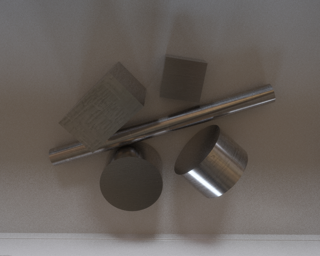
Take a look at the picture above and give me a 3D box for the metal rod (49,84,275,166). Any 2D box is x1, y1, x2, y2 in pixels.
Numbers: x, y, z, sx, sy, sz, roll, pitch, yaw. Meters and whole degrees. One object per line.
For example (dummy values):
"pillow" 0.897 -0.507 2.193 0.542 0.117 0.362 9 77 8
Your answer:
"metal rod" -0.001 -0.002 0.409 0.301 0.025 0.025 -16 110 5

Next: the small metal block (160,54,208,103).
"small metal block" 0.028 -0.062 0.387 0.050 0.025 0.050 8 110 -4

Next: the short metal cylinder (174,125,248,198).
"short metal cylinder" 0.064 0.042 0.397 0.050 0.080 0.080 41 105 -14

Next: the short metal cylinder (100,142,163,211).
"short metal cylinder" -0.037 0.064 0.419 0.081 0.050 0.079 0 110 -1

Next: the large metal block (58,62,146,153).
"large metal block" -0.064 -0.028 0.370 0.080 0.080 0.050 -41 105 13
